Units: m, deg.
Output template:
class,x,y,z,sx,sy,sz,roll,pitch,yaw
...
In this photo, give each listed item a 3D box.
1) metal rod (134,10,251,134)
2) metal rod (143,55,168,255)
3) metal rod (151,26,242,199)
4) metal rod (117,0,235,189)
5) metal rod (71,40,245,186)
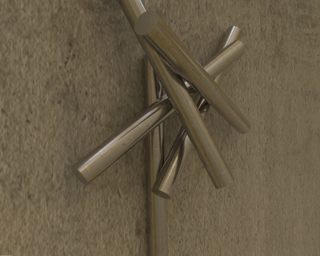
class,x,y,z,sx,sy,sz,roll,pitch,yaw
metal rod,0.063,-0.047,0.393,0.301,0.025,0.025,31,70,-54
metal rod,-0.005,0.055,0.402,0.025,0.025,0.298,-3,92,-40
metal rod,0.062,-0.039,0.440,0.025,0.025,0.300,45,57,-31
metal rod,0.007,-0.067,0.358,0.025,0.025,0.299,-29,92,-37
metal rod,0.018,-0.036,0.387,0.302,0.025,0.025,-40,115,-31
